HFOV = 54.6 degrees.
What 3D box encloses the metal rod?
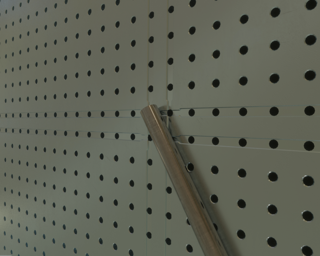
[{"bbox_3d":[0.044,0.103,0.373,0.025,0.025,0.299,-38,67,33],"label":"metal rod"}]
